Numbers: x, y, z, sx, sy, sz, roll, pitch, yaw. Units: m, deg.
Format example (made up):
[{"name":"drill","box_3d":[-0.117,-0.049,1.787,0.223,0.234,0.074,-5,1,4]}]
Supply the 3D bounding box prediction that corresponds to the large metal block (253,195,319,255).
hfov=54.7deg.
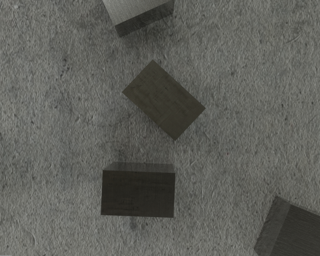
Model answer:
[{"name":"large metal block","box_3d":[0.180,0.144,0.399,0.080,0.050,0.080,23,90,0]}]

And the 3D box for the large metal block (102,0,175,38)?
[{"name":"large metal block","box_3d":[-0.035,-0.176,0.397,0.080,0.050,0.080,-25,90,0]}]

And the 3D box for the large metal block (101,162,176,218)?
[{"name":"large metal block","box_3d":[-0.024,0.073,0.382,0.081,0.080,0.050,2,90,0]}]

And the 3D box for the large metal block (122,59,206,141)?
[{"name":"large metal block","box_3d":[0.004,-0.031,0.382,0.080,0.080,0.050,43,90,0]}]
